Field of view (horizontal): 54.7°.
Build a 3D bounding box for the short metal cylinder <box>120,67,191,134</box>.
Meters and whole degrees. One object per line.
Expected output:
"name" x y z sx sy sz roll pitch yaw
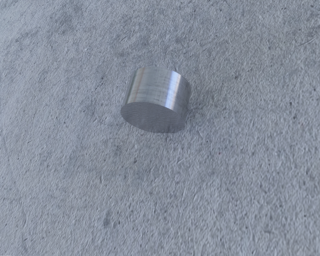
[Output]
"short metal cylinder" -0.004 -0.033 0.392 0.080 0.080 0.050 -1 62 27
